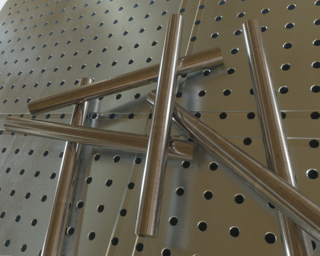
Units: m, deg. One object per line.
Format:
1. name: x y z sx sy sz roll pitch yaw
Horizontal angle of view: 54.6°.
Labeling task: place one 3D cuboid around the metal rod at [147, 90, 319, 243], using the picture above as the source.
1. metal rod: 0.071 0.026 0.333 0.025 0.025 0.300 -45 44 -3

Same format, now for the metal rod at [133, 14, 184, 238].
1. metal rod: 0.004 -0.023 0.381 0.025 0.025 0.300 -6 60 25

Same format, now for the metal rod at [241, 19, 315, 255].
1. metal rod: 0.124 -0.012 0.350 0.025 0.025 0.300 -13 56 21

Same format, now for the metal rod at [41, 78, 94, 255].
1. metal rod: -0.129 0.052 0.445 0.025 0.025 0.300 -11 57 22

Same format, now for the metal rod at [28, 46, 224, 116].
1. metal rod: -0.058 -0.066 0.458 0.301 0.025 0.025 -14 56 12

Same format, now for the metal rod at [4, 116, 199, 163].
1. metal rod: -0.095 0.011 0.426 0.300 0.025 0.025 7 65 22
